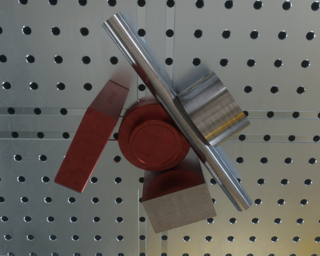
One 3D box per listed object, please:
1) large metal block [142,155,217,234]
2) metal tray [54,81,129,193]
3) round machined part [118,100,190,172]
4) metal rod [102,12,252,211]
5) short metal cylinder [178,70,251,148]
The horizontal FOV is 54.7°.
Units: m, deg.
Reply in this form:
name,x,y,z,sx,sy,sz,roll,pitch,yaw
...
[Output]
name,x,y,z,sx,sy,sz,roll,pitch,yaw
large metal block,0.024,0.086,0.416,0.080,0.080,0.050,-18,109,6
metal tray,-0.074,0.003,0.358,0.030,0.130,0.089,26,108,-9
round machined part,-0.007,0.015,0.409,0.099,0.042,0.097,0,110,-1
metal rod,0.031,-0.008,0.388,0.025,0.025,0.299,-34,107,11
short metal cylinder,0.065,-0.023,0.375,0.050,0.080,0.080,-35,107,12
